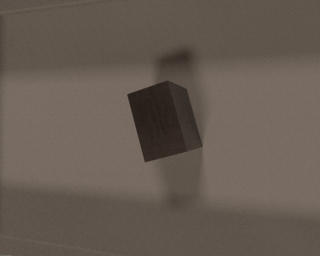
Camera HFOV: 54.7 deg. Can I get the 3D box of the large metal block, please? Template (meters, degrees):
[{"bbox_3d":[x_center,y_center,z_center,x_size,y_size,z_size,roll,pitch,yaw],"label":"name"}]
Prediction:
[{"bbox_3d":[0.009,-0.007,0.377,0.050,0.080,0.080,-17,85,19],"label":"large metal block"}]
